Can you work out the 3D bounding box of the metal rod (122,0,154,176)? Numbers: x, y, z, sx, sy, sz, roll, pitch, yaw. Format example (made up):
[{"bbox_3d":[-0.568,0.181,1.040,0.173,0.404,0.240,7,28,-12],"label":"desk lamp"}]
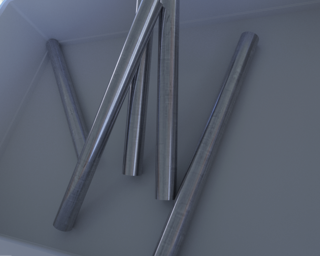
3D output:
[{"bbox_3d":[-0.023,-0.090,0.392,0.025,0.025,0.298,4,89,30],"label":"metal rod"}]

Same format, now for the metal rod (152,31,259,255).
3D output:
[{"bbox_3d":[0.062,0.008,0.367,0.025,0.025,0.300,12,67,33],"label":"metal rod"}]

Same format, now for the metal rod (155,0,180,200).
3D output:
[{"bbox_3d":[0.010,-0.068,0.369,0.025,0.025,0.298,-2,84,27],"label":"metal rod"}]

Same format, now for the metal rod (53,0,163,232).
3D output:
[{"bbox_3d":[-0.066,-0.012,0.378,0.025,0.025,0.298,28,98,37],"label":"metal rod"}]

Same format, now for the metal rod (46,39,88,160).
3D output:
[{"bbox_3d":[-0.157,-0.061,0.522,0.025,0.025,0.300,-33,52,6],"label":"metal rod"}]
